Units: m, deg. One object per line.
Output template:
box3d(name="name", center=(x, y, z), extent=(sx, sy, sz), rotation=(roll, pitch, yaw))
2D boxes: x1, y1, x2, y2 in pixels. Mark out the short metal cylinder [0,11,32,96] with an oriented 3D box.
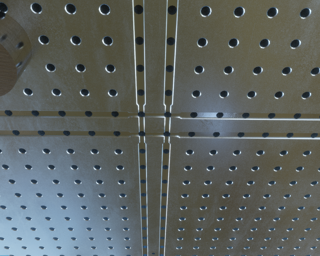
box3d(name="short metal cylinder", center=(-0.184, -0.079, 0.326), extent=(0.081, 0.050, 0.079), rotation=(-1, 130, 0))
